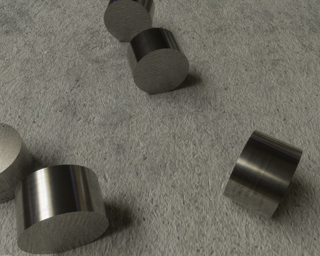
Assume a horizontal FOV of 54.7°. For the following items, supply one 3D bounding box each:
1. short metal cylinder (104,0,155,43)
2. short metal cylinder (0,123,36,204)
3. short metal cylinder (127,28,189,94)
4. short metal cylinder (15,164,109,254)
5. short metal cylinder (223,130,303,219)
[{"bbox_3d":[-0.051,-0.195,0.531,0.080,0.080,0.050,4,50,3],"label":"short metal cylinder"},{"bbox_3d":[-0.191,0.040,0.352,0.080,0.050,0.080,0,50,0],"label":"short metal cylinder"},{"bbox_3d":[-0.004,-0.096,0.448,0.081,0.080,0.050,-11,51,-9],"label":"short metal cylinder"},{"bbox_3d":[-0.095,0.080,0.300,0.081,0.080,0.050,-15,52,-12],"label":"short metal cylinder"},{"bbox_3d":[0.108,0.048,0.328,0.050,0.080,0.080,26,55,20],"label":"short metal cylinder"}]
